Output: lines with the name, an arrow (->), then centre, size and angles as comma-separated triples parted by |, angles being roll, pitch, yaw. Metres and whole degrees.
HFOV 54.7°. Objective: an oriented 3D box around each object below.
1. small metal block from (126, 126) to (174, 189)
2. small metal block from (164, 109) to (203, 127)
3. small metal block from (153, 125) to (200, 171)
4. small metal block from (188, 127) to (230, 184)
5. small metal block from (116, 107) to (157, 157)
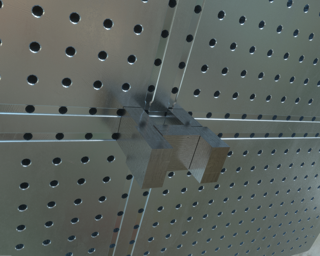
small metal block -> -0.013, 0.031, 0.342 | 0.025, 0.050, 0.050 | 1, 118, -29
small metal block -> 0.027, 0.008, 0.416 | 0.025, 0.050, 0.050 | -1, 119, -29
small metal block -> 0.014, 0.024, 0.371 | 0.050, 0.025, 0.050 | 1, 118, -29
small metal block -> 0.053, 0.032, 0.379 | 0.025, 0.050, 0.050 | 1, 118, -29
small metal block -> -0.030, 0.008, 0.384 | 0.025, 0.050, 0.050 | 1, 118, -29
